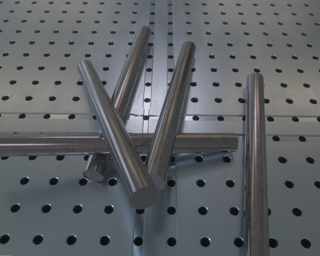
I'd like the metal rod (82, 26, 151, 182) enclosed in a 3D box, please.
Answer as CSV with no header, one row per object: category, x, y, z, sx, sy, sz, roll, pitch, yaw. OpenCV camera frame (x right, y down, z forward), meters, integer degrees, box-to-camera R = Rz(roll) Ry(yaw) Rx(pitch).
metal rod,-0.053,-0.057,0.455,0.025,0.025,0.300,7,50,6

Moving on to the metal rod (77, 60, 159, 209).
metal rod,-0.065,-0.019,0.371,0.025,0.025,0.300,-17,36,-14

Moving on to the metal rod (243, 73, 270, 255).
metal rod,0.116,0.039,0.375,0.025,0.025,0.300,8,50,7

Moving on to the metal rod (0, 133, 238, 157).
metal rod,-0.054,0.019,0.362,0.302,0.025,0.025,0,50,-12

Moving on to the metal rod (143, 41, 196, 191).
metal rod,0.021,-0.041,0.407,0.025,0.025,0.301,8,40,7
